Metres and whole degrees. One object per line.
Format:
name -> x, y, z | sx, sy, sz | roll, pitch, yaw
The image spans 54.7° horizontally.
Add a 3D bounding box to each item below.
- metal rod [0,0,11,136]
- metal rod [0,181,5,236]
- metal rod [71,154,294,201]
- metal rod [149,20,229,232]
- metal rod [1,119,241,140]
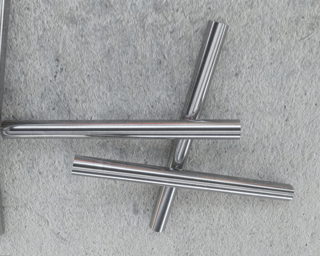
metal rod -> -0.199, -0.065, 0.370 | 0.025, 0.025, 0.298 | 11, 105, -4
metal rod -> -0.233, 0.017, 0.413 | 0.025, 0.025, 0.298 | 5, 110, -2
metal rod -> 0.040, 0.069, 0.410 | 0.302, 0.025, 0.025 | 10, 110, -14
metal rod -> 0.032, 0.012, 0.414 | 0.025, 0.025, 0.298 | 13, 110, -5
metal rod -> -0.054, 0.002, 0.392 | 0.302, 0.025, 0.025 | 0, 110, 6
